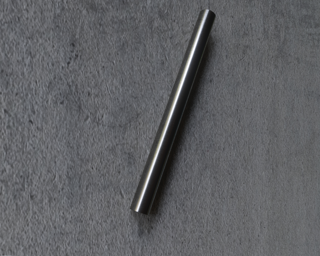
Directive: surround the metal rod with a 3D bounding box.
[{"bbox_3d":[0.023,-0.032,0.422,0.025,0.025,0.299,31,71,-36],"label":"metal rod"}]
